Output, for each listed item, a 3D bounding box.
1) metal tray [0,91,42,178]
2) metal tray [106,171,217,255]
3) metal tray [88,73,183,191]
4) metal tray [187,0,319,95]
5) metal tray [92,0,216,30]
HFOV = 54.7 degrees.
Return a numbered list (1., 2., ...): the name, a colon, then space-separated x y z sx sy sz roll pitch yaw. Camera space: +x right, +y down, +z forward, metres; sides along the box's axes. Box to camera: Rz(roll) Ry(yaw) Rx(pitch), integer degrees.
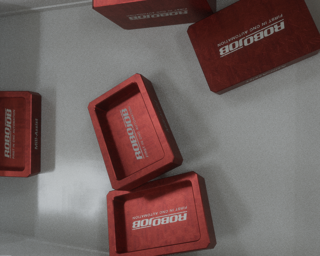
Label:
1. metal tray: -0.235 0.009 0.480 0.090 0.030 0.129 1 90 7
2. metal tray: -0.003 0.114 0.392 0.130 0.030 0.090 -17 64 19
3. metal tray: -0.036 0.005 0.404 0.090 0.030 0.130 -29 67 17
4. metal tray: 0.109 -0.105 0.369 0.130 0.030 0.090 -22 83 18
5. metal tray: -0.004 -0.153 0.377 0.130 0.090 0.030 0 90 20
